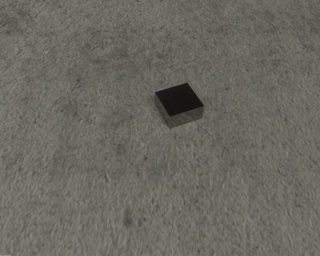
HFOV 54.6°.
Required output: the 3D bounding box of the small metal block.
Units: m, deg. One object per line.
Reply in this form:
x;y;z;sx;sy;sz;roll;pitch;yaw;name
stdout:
0.026;-0.032;0.430;0.050;0.025;0.050;-18;52;-15;small metal block
